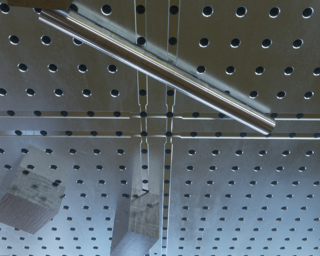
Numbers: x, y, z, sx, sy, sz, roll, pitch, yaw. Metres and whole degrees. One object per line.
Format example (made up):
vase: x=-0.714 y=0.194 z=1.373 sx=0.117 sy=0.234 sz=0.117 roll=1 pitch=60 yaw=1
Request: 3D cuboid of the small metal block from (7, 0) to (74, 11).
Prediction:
small metal block: x=-0.106 y=-0.131 z=0.283 sx=0.050 sy=0.050 sz=0.025 roll=4 pitch=130 yaw=-3

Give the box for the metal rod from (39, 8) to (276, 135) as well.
metal rod: x=0.014 y=-0.061 z=0.359 sx=0.302 sy=0.025 sz=0.025 roll=24 pitch=126 yaw=-20

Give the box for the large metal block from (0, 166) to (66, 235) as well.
large metal block: x=-0.212 y=0.117 z=0.493 sx=0.080 sy=0.050 sz=0.080 roll=33 pitch=122 yaw=-25

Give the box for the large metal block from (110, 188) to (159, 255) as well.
large metal block: x=-0.041 y=0.160 z=0.511 sx=0.050 sy=0.080 sz=0.079 roll=20 pitch=127 yaw=-16
